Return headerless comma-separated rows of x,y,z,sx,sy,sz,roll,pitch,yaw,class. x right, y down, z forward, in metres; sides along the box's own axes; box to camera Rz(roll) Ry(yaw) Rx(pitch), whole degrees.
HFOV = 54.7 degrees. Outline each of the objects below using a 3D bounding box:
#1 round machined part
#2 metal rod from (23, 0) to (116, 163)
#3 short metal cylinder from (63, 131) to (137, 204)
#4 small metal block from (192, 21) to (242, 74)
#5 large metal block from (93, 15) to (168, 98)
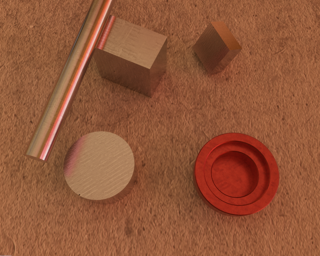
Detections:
0.089,0.058,0.379,0.099,0.042,0.098,0,70,-1,round machined part
-0.084,-0.104,0.360,0.025,0.025,0.299,15,71,5,metal rod
-0.069,0.050,0.376,0.081,0.050,0.080,0,70,0,short metal cylinder
0.079,-0.112,0.434,0.025,0.050,0.050,-16,69,-34,small metal block
-0.038,-0.092,0.412,0.080,0.080,0.050,23,72,8,large metal block
